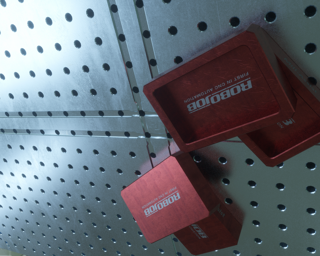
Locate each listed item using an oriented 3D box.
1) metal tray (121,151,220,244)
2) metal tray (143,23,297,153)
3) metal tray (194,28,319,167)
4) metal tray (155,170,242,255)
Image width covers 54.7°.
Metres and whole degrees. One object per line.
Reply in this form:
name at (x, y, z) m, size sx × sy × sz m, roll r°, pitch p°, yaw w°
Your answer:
metal tray at (0.009, 0.100, 0.438) m, size 0.129 × 0.030 × 0.090 m, roll -40°, pitch 77°, yaw 37°
metal tray at (0.057, -0.034, 0.316) m, size 0.130 × 0.030 × 0.090 m, roll -23°, pitch 107°, yaw 36°
metal tray at (0.111, -0.029, 0.331) m, size 0.130 × 0.030 × 0.090 m, roll 45°, pitch 129°, yaw -4°
metal tray at (0.046, 0.126, 0.460) m, size 0.090 × 0.030 × 0.130 m, roll -34°, pitch 100°, yaw 38°
